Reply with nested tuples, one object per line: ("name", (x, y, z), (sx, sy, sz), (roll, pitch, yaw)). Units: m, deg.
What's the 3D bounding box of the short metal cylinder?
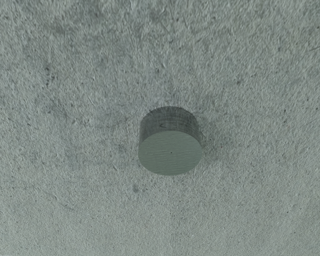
("short metal cylinder", (0.013, 0.017, 0.407), (0.081, 0.050, 0.079), (0, 130, 0))
